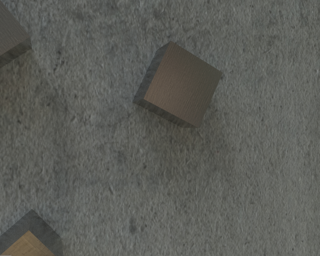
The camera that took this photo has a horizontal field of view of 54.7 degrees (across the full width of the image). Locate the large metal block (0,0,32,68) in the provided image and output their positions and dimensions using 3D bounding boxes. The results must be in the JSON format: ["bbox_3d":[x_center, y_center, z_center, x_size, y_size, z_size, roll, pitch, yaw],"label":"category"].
[{"bbox_3d":[-0.196,-0.101,0.323,0.080,0.050,0.080,-41,103,-16],"label":"large metal block"}]

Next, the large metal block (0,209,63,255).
[{"bbox_3d":[-0.151,0.141,0.324,0.080,0.080,0.050,-42,104,-15],"label":"large metal block"}]

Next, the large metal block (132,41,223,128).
[{"bbox_3d":[0.022,-0.053,0.405,0.080,0.050,0.080,27,81,-18],"label":"large metal block"}]
